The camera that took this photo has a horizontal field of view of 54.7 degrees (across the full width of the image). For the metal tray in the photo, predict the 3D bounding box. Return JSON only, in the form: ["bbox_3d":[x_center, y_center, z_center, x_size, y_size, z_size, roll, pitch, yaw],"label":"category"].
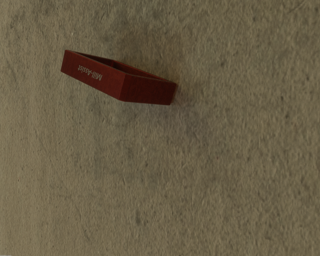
[{"bbox_3d":[-0.055,-0.066,0.405,0.130,0.091,0.030,27,107,36],"label":"metal tray"}]
